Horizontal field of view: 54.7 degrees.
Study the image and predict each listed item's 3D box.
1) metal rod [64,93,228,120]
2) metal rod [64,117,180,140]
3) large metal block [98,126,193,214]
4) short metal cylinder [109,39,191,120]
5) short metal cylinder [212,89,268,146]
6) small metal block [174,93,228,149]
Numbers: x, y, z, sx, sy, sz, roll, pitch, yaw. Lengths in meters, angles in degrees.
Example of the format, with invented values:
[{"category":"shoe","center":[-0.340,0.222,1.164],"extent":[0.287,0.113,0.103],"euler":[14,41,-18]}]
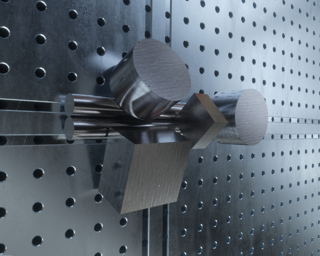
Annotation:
[{"category":"metal rod","center":[0.020,-0.023,0.422],"extent":[0.302,0.025,0.025],"euler":[1,90,-40]},{"category":"metal rod","center":[0.020,0.002,0.422],"extent":[0.302,0.025,0.025],"euler":[1,90,-40]},{"category":"large metal block","center":[-0.017,0.044,0.356],"extent":[0.081,0.050,0.079],"euler":[-1,111,-40]},{"category":"short metal cylinder","center":[-0.011,-0.056,0.361],"extent":[0.080,0.050,0.080],"euler":[21,54,-31]},{"category":"short metal cylinder","center":[0.113,-0.015,0.451],"extent":[0.081,0.050,0.079],"euler":[0,90,-40]},{"category":"small metal block","center":[0.051,-0.009,0.394],"extent":[0.025,0.050,0.050],"euler":[1,47,-40]}]
